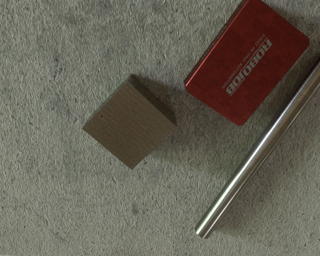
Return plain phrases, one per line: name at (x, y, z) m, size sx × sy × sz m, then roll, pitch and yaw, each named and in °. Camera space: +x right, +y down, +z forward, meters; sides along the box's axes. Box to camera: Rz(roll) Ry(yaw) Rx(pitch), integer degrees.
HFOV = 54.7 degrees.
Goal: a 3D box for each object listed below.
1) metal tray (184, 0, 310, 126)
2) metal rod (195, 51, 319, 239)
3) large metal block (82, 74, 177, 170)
metal tray at (0.102, -0.078, 0.379) m, size 0.090 × 0.030 × 0.129 m, roll 33°, pitch 107°, yaw -12°
metal rod at (0.135, 0.035, 0.424) m, size 0.025 × 0.025 × 0.298 m, roll 27°, pitch 108°, yaw -10°
large metal block at (-0.036, -0.009, 0.393) m, size 0.080 × 0.050 × 0.080 m, roll 43°, pitch 104°, yaw -14°
